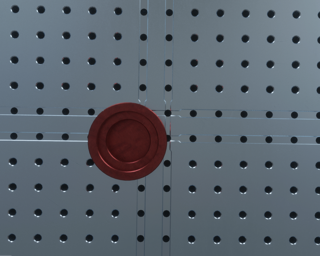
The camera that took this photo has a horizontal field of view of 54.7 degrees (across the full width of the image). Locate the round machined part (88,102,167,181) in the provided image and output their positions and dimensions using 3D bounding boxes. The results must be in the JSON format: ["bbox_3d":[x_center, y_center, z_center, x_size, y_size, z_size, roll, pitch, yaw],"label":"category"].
[{"bbox_3d":[-0.040,0.017,0.404,0.099,0.042,0.097,0,90,-1],"label":"round machined part"}]
